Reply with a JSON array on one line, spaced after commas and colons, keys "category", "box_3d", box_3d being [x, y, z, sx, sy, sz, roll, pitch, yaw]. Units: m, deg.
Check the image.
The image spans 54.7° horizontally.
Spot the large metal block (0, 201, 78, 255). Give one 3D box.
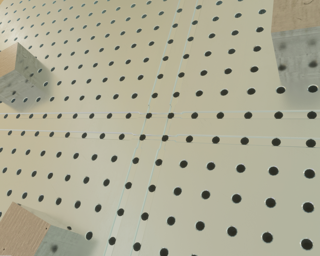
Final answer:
[{"category": "large metal block", "box_3d": [-0.164, 0.149, 0.385, 0.080, 0.050, 0.080, 14, 69, 33]}]

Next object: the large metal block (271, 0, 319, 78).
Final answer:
[{"category": "large metal block", "box_3d": [0.163, -0.115, 0.358, 0.050, 0.080, 0.080, 0, 62, 28]}]

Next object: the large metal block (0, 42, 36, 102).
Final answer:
[{"category": "large metal block", "box_3d": [-0.296, -0.110, 0.612, 0.080, 0.050, 0.080, -24, 53, 13]}]
